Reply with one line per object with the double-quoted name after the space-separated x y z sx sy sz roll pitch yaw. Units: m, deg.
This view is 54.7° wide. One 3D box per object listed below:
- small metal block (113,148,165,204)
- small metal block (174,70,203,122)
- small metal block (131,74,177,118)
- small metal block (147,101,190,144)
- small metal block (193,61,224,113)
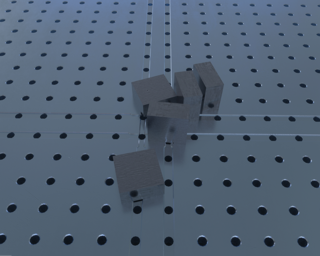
-0.025 0.055 0.361 0.050 0.025 0.050 -10 51 -9 "small metal block"
0.037 -0.043 0.428 0.025 0.050 0.050 -9 51 -8 "small metal block"
-0.009 -0.047 0.447 0.050 0.025 0.050 -17 52 -14 "small metal block"
0.011 -0.006 0.397 0.050 0.050 0.025 6 50 4 "small metal block"
0.066 -0.058 0.441 0.025 0.050 0.050 -12 51 -10 "small metal block"
